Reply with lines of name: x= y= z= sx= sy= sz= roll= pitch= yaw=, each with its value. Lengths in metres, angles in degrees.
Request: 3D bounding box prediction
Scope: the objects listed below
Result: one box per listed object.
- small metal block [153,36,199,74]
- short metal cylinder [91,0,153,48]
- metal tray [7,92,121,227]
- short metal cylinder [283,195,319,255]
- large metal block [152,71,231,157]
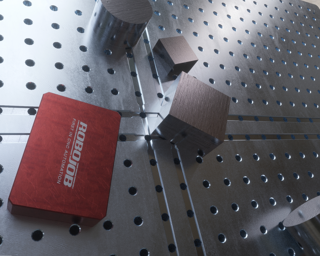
small metal block: x=0.025 y=-0.117 z=0.493 sx=0.050 sy=0.025 sz=0.050 roll=-19 pitch=72 yaw=-35
short metal cylinder: x=-0.058 y=-0.168 z=0.463 sx=0.081 sy=0.050 sz=0.080 roll=14 pitch=56 yaw=-21
metal tray: x=-0.097 y=0.031 z=0.334 sx=0.091 sy=0.030 sz=0.130 roll=16 pitch=55 yaw=-19
short metal cylinder: x=0.213 y=0.129 z=0.409 sx=0.081 sy=0.080 sz=0.050 roll=-26 pitch=76 yaw=-37
large metal block: x=0.045 y=-0.019 z=0.428 sx=0.080 sy=0.050 sz=0.080 roll=27 pitch=52 yaw=-12
